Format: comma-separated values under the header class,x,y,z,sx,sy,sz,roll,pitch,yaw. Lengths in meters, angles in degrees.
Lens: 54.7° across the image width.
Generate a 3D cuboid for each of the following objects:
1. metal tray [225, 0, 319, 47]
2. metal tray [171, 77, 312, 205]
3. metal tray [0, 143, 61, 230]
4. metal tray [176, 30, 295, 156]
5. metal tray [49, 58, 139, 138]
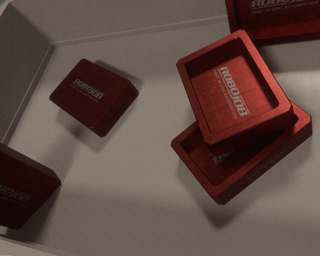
class,x,y,z,sx,sy,sz,roll,pitch,yaw
metal tray,0.149,-0.151,0.375,0.130,0.090,0.030,0,37,27
metal tray,0.088,0.011,0.348,0.130,0.030,0.090,-39,51,1
metal tray,-0.205,0.074,0.398,0.090,0.130,0.030,-48,52,-5
metal tray,0.078,-0.043,0.347,0.090,0.030,0.130,-24,53,12
metal tray,-0.107,-0.052,0.488,0.130,0.030,0.090,30,78,37
